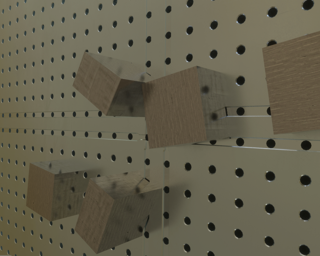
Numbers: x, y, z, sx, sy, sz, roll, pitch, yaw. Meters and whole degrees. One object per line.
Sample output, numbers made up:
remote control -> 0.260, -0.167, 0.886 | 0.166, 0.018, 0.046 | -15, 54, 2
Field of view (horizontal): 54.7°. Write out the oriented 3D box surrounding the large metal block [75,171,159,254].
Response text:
large metal block -> -0.058, 0.110, 0.419 | 0.050, 0.081, 0.079 | 30, 109, 35

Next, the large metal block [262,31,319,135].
large metal block -> 0.144, -0.039, 0.274 | 0.080, 0.050, 0.080 | -10, 84, 39

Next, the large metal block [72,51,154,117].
large metal block -> -0.055, -0.057, 0.417 | 0.080, 0.081, 0.050 | 39, 114, 33

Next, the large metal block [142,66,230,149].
large metal block -> 0.029, -0.021, 0.368 | 0.080, 0.050, 0.080 | -11, 83, 39

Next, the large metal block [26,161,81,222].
large metal block -> -0.189, 0.107, 0.545 | 0.080, 0.050, 0.079 | 12, 98, 39
